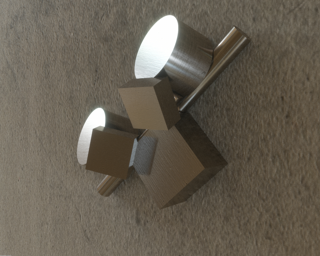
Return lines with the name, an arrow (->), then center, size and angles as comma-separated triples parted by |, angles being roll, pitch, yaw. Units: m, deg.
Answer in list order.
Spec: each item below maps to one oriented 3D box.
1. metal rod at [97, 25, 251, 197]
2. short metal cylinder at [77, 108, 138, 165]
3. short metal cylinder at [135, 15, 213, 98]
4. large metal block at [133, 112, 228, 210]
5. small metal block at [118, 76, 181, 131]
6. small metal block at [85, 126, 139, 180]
metal rod -> 0.002, -0.004, 0.403 | 0.299, 0.025, 0.025 | -48, 62, 28
short metal cylinder -> -0.074, 0.018, 0.431 | 0.080, 0.050, 0.080 | -32, 47, 43
short metal cylinder -> 0.014, -0.081, 0.358 | 0.080, 0.050, 0.080 | -32, 47, 43
large metal block -> 0.018, 0.037, 0.371 | 0.080, 0.050, 0.080 | -49, 62, 29
small metal block -> -0.011, -0.026, 0.332 | 0.050, 0.025, 0.050 | 3, 123, 39
small metal block -> -0.057, 0.029, 0.370 | 0.050, 0.025, 0.050 | 14, 101, 6
